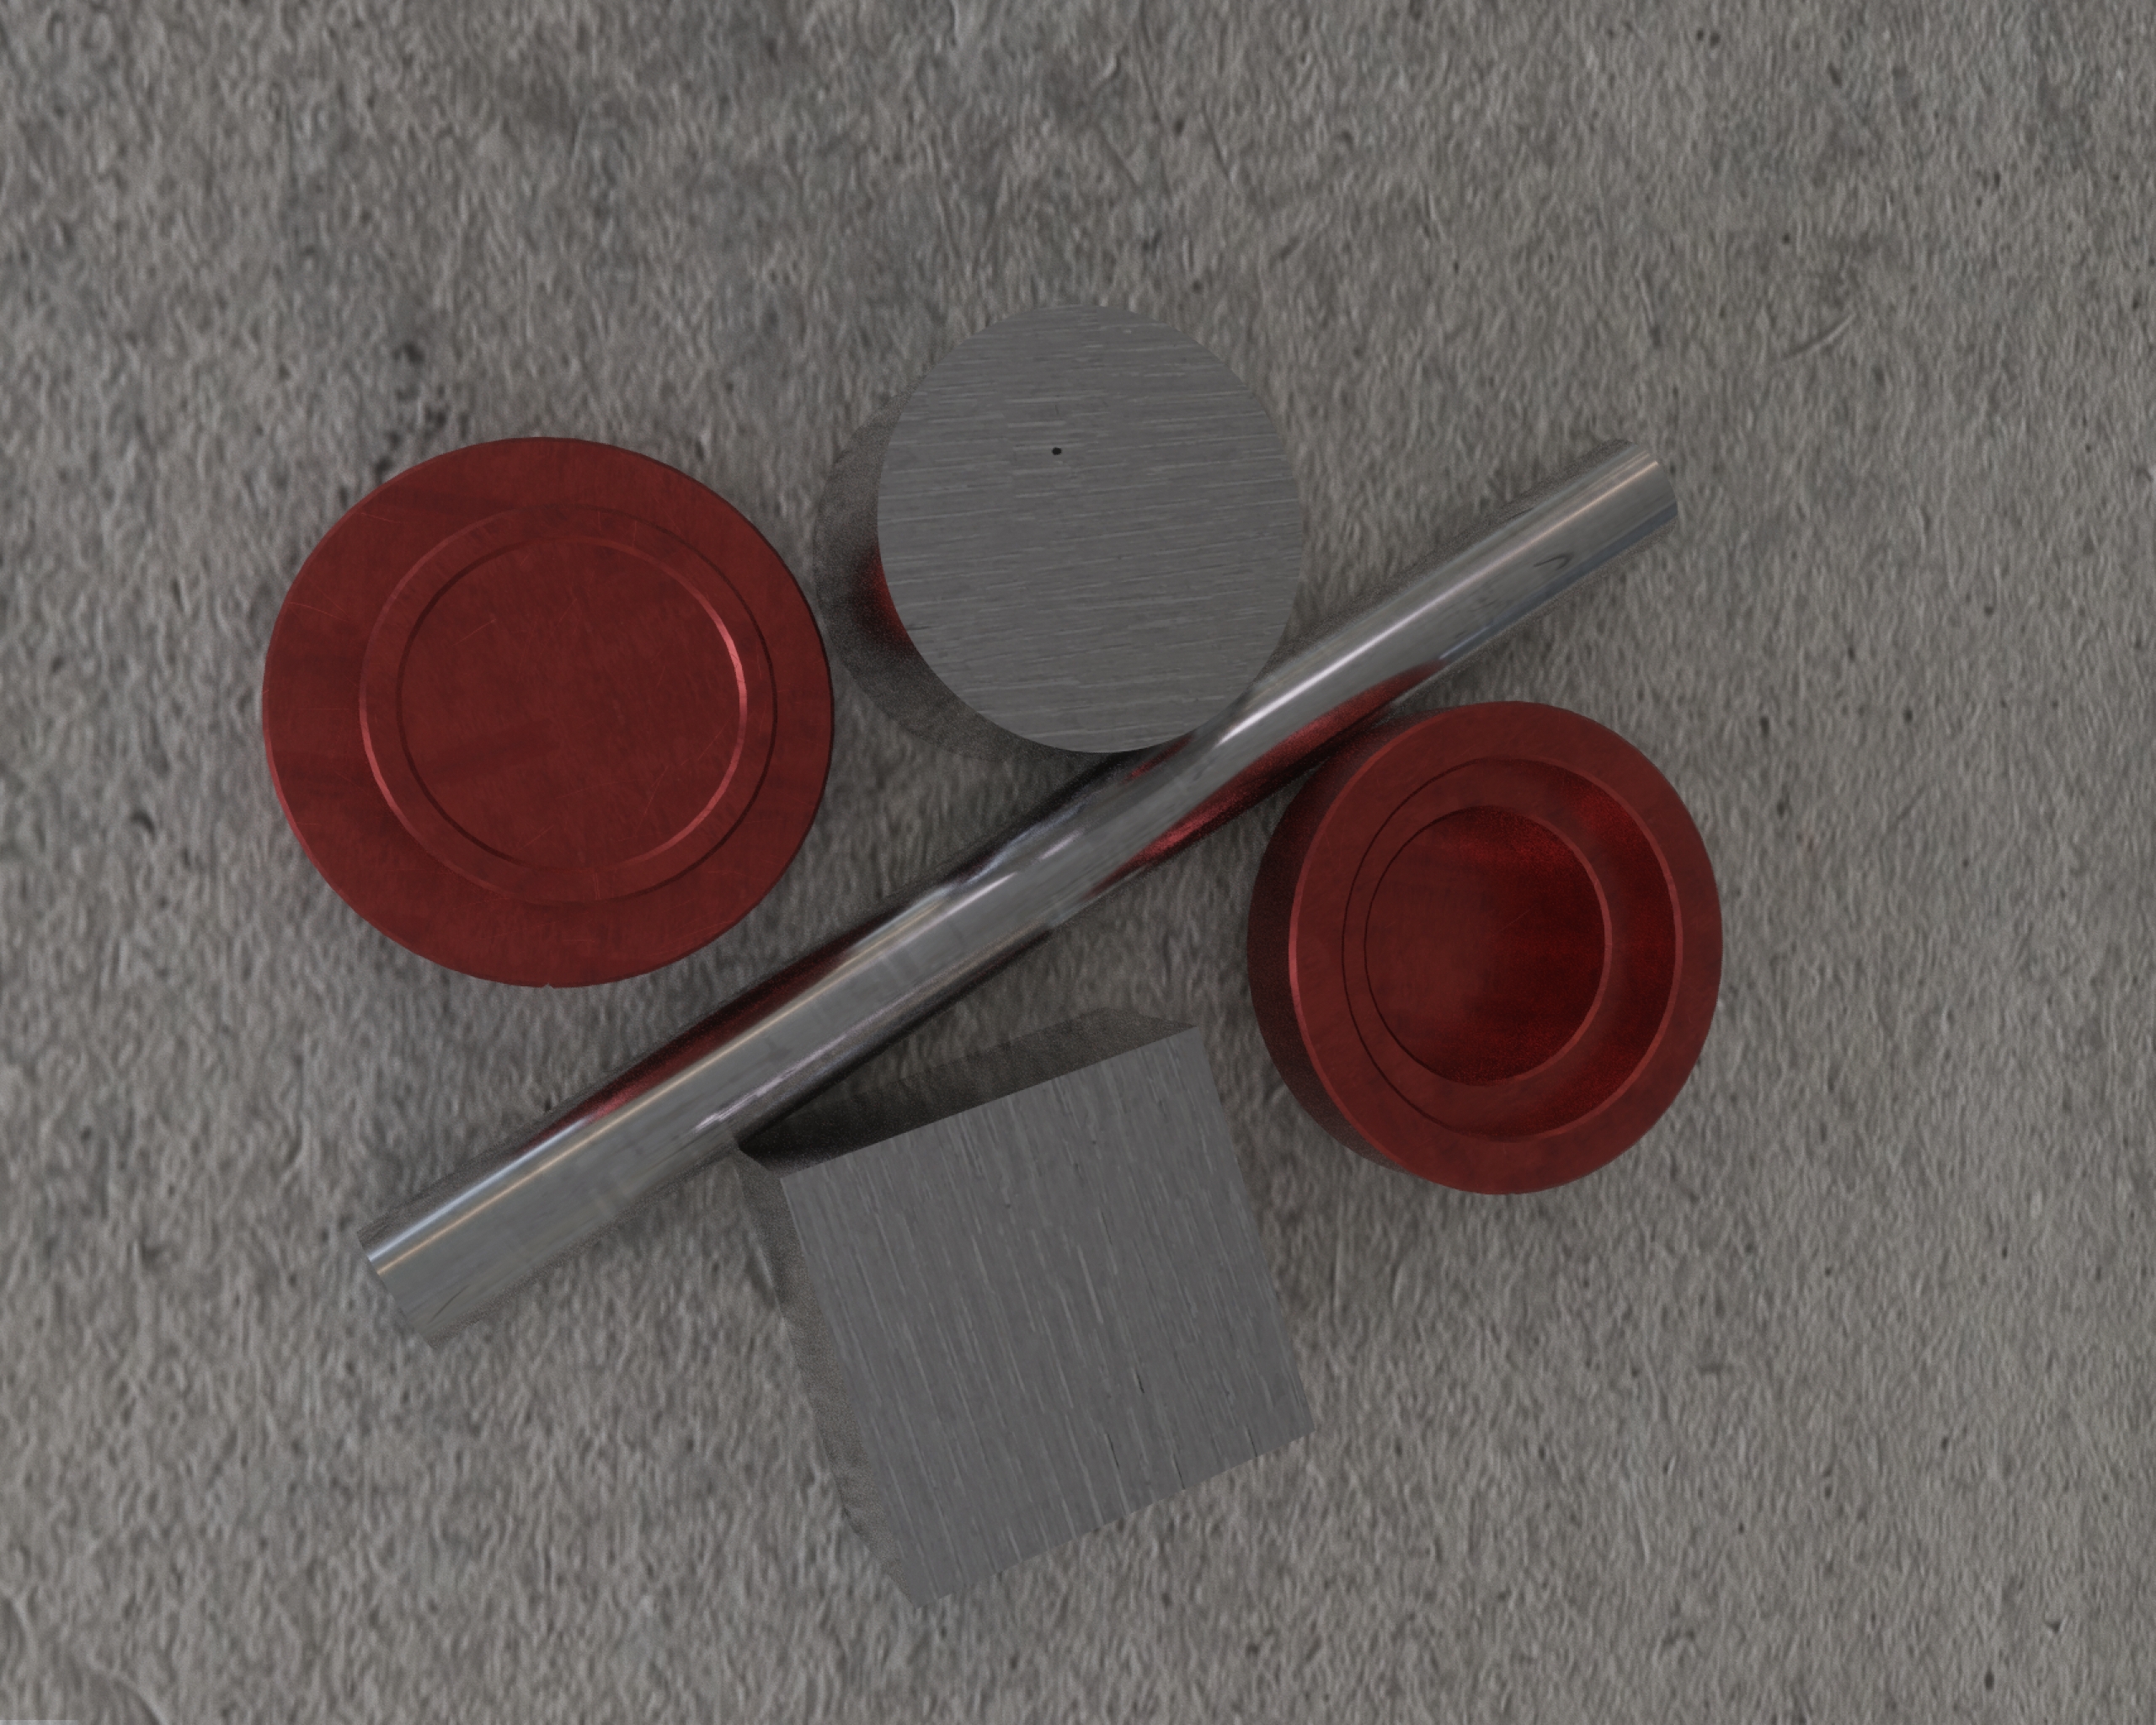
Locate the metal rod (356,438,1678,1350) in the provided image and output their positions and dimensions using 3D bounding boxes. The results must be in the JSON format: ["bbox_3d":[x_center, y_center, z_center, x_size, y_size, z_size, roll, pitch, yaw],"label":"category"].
[{"bbox_3d":[0.001,-0.003,0.411,0.302,0.025,0.025,-33,101,-17],"label":"metal rod"}]

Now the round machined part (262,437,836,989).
[{"bbox_3d":[-0.091,-0.026,0.367,0.099,0.042,0.097,0,90,-20],"label":"round machined part"}]

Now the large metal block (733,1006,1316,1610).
[{"bbox_3d":[-0.012,0.079,0.393,0.081,0.050,0.080,-18,96,-19],"label":"large metal block"}]

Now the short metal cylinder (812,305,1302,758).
[{"bbox_3d":[-0.005,-0.059,0.394,0.081,0.050,0.079,0,90,-20],"label":"short metal cylinder"}]

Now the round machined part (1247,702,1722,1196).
[{"bbox_3d":[0.079,0.017,0.430,0.099,0.042,0.097,0,90,-20],"label":"round machined part"}]
